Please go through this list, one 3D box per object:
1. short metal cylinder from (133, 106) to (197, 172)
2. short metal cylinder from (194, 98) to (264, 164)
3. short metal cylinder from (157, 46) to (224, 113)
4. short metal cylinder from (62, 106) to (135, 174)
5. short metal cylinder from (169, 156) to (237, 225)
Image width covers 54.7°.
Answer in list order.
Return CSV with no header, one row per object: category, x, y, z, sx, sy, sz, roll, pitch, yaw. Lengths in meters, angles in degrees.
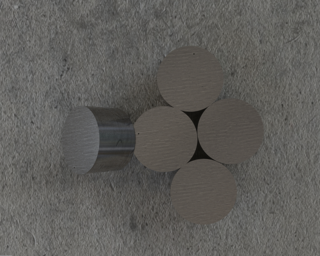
short metal cylinder,0.005,0.013,0.398,0.081,0.050,0.080,0,90,0
short metal cylinder,0.085,0.004,0.399,0.081,0.050,0.080,0,90,0
short metal cylinder,0.037,-0.060,0.399,0.081,0.050,0.080,0,90,0
short metal cylinder,-0.076,0.014,0.377,0.080,0.050,0.080,-2,88,44
short metal cylinder,0.053,0.077,0.399,0.081,0.050,0.080,0,90,0
